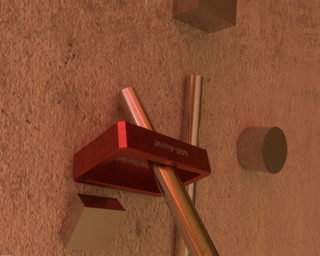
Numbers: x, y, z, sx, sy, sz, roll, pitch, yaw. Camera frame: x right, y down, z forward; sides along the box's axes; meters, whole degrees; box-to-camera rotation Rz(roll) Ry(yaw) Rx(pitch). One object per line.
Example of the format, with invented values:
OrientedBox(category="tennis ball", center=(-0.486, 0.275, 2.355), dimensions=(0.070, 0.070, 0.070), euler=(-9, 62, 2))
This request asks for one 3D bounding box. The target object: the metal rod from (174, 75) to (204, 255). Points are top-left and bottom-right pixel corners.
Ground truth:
OrientedBox(category="metal rod", center=(0.040, 0.075, 0.440), dimensions=(0.025, 0.025, 0.298), euler=(7, 86, -40))

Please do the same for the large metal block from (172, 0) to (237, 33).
OrientedBox(category="large metal block", center=(0.066, -0.192, 0.446), dimensions=(0.081, 0.050, 0.080), euler=(6, 86, -40))

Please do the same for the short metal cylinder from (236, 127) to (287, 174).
OrientedBox(category="short metal cylinder", center=(0.179, 0.037, 0.542), dimensions=(0.081, 0.050, 0.079), euler=(0, 90, -40))

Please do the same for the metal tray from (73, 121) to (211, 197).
OrientedBox(category="metal tray", center=(-0.018, 0.042, 0.347), dimensions=(0.131, 0.090, 0.030), euler=(21, 49, -39))

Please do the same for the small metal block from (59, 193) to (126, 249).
OrientedBox(category="small metal block", center=(-0.073, 0.102, 0.334), dimensions=(0.050, 0.025, 0.050), euler=(19, 101, -39))

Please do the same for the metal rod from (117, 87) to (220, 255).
OrientedBox(category="metal rod", center=(0.022, 0.081, 0.315), dimensions=(0.025, 0.025, 0.299), euler=(-6, 59, -40))
